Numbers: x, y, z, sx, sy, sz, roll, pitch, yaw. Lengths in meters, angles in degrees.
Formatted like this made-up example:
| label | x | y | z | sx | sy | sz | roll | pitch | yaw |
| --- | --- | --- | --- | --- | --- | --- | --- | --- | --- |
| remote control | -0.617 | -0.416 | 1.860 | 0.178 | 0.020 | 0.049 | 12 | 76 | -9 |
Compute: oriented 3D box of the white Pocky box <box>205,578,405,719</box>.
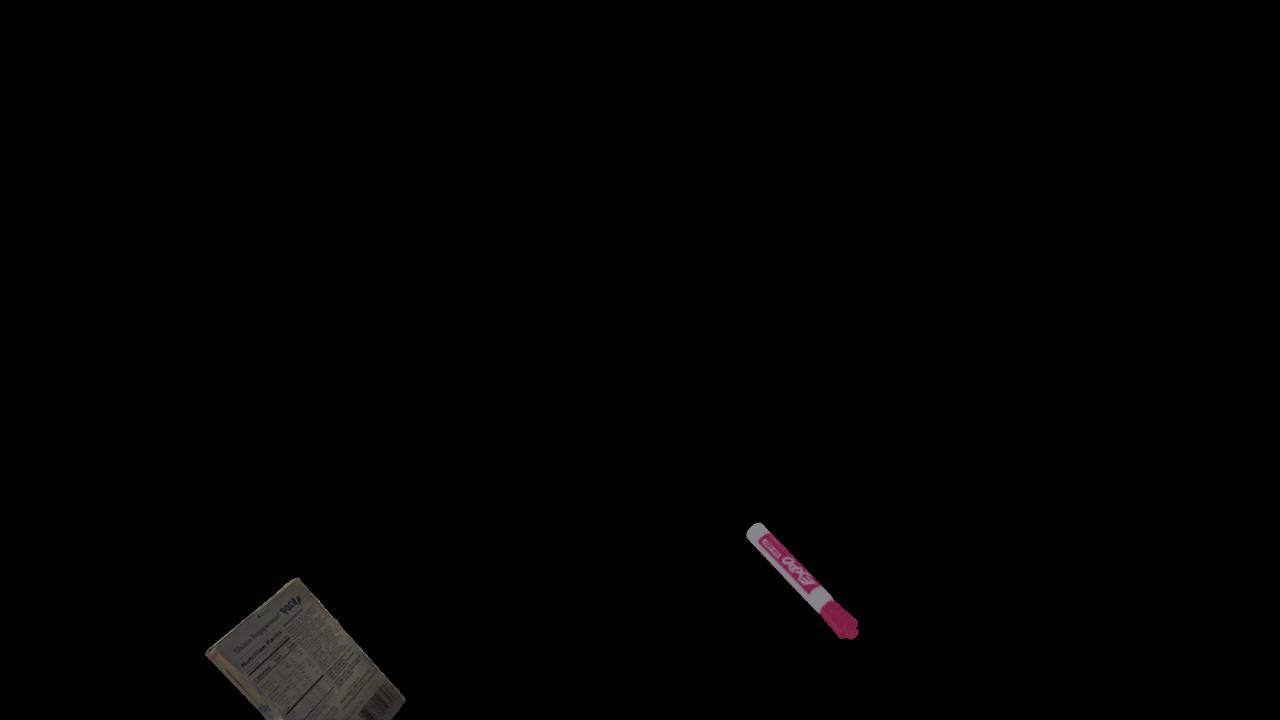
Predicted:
| label | x | y | z | sx | sy | sz | roll | pitch | yaw |
| --- | --- | --- | --- | --- | --- | --- | --- | --- | --- |
| white Pocky box | -0.282 | 0.275 | 0.531 | 0.028 | 0.154 | 0.084 | -35 | 7 | 29 |

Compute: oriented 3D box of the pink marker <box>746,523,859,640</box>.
| label | x | y | z | sx | sy | sz | roll | pitch | yaw |
| --- | --- | --- | --- | --- | --- | --- | --- | --- | --- |
| pink marker | 0.130 | 0.177 | 0.499 | 0.020 | 0.020 | 0.121 | 0 | 25 | -31 |
